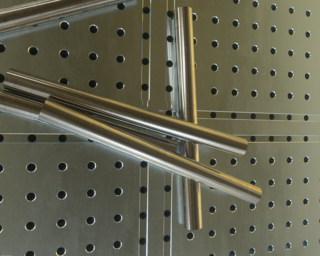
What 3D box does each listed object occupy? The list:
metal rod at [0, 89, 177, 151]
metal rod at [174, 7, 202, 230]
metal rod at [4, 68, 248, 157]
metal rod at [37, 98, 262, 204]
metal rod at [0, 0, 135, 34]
[{"bbox_3d":[-0.119,-0.013,0.368,0.302,0.025,0.025,17,84,-19],"label":"metal rod"},{"bbox_3d":[0.039,-0.012,0.426,0.025,0.025,0.298,-3,91,-20],"label":"metal rod"},{"bbox_3d":[-0.030,-0.015,0.383,0.302,0.025,0.025,16,85,-13],"label":"metal rod"},{"bbox_3d":[0.003,0.037,0.385,0.301,0.025,0.025,24,82,-19],"label":"metal rod"},{"bbox_3d":[-0.161,-0.126,0.352,0.302,0.025,0.025,-22,98,-19],"label":"metal rod"}]
